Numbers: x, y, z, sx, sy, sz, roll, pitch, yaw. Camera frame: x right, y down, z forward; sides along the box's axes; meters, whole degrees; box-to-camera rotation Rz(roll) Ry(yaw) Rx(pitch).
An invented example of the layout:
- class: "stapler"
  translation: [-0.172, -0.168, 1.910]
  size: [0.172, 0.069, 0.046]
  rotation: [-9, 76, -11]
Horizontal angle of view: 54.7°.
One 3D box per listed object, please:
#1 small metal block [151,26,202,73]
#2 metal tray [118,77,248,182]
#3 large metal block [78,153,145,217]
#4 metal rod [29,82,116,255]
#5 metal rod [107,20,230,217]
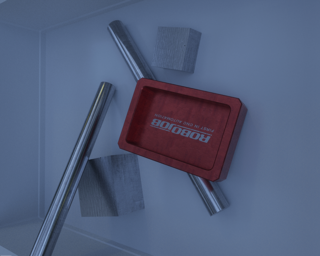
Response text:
- class: "small metal block"
  translation: [0.020, -0.098, 0.389]
  size: [0.050, 0.025, 0.050]
  rotation: [17, 101, 38]
- class: "metal tray"
  translation: [0.023, -0.001, 0.356]
  size: [0.130, 0.030, 0.090]
  rotation: [17, 88, 27]
- class: "large metal block"
  translation: [-0.074, 0.083, 0.449]
  size: [0.080, 0.050, 0.080]
  rotation: [-14, 81, 39]
- class: "metal rod"
  translation: [-0.120, 0.070, 0.418]
  size: [0.025, 0.025, 0.299]
  rotation: [-1, 62, 39]
- class: "metal rod"
  translation: [0.001, -0.028, 0.404]
  size: [0.025, 0.025, 0.299]
  rotation: [-43, 65, 31]
